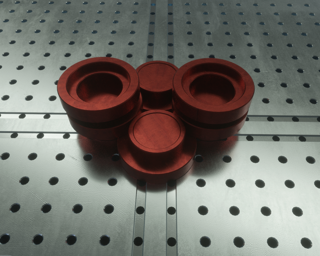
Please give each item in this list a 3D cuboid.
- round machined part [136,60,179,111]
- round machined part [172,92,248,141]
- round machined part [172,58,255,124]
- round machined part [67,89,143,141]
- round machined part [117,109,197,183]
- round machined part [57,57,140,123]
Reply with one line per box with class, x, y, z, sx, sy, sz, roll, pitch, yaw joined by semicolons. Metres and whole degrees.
round machined part;-0.003;-0.060;0.447;0.099;0.042;0.098;0;50;0
round machined part;0.065;-0.022;0.414;0.099;0.042;0.098;0;50;0
round machined part;0.064;-0.041;0.389;0.099;0.042;0.098;0;50;0
round machined part;-0.072;-0.022;0.414;0.099;0.042;0.098;0;50;0
round machined part;-0.004;0.015;0.383;0.099;0.042;0.098;0;50;0
round machined part;-0.074;-0.043;0.390;0.099;0.042;0.098;0;50;0
